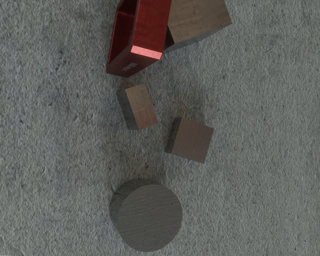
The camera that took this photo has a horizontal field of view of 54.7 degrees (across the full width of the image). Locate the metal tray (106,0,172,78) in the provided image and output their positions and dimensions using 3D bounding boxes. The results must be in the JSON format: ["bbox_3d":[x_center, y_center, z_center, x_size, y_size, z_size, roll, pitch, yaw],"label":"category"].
[{"bbox_3d":[-0.027,-0.111,0.343,0.030,0.130,0.090,10,87,-20],"label":"metal tray"}]

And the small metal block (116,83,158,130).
[{"bbox_3d":[-0.030,-0.025,0.385,0.025,0.050,0.050,-21,97,-19],"label":"small metal block"}]

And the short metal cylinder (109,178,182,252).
[{"bbox_3d":[-0.019,0.106,0.389,0.081,0.050,0.079,0,90,-20],"label":"short metal cylinder"}]

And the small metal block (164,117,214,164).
[{"bbox_3d":[0.040,0.017,0.424,0.050,0.025,0.050,19,84,-19],"label":"small metal block"}]

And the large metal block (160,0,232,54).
[{"bbox_3d":[0.028,-0.132,0.390,0.081,0.080,0.050,-24,98,-18],"label":"large metal block"}]
